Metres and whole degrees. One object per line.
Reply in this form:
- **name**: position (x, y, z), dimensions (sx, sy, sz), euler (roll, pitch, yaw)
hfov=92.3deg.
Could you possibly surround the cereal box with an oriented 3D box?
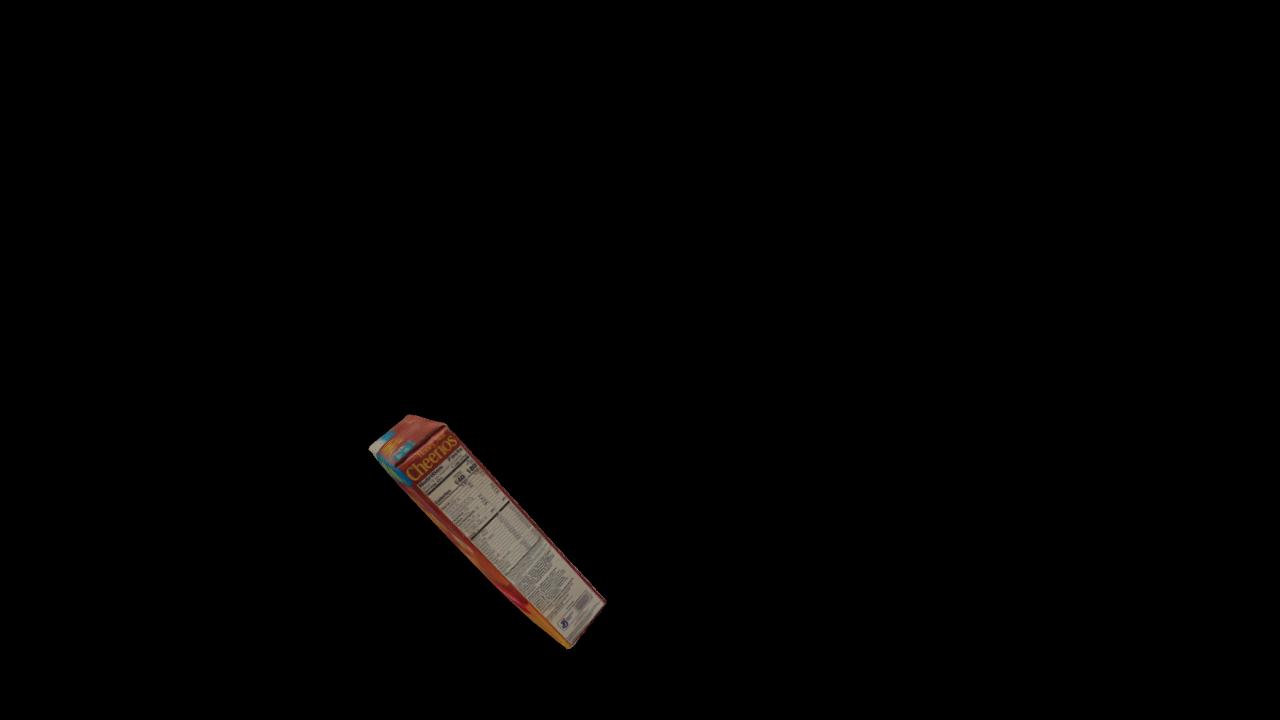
- **cereal box**: position (-0.196, 0.204, 0.765), dimensions (0.081, 0.306, 0.203), euler (-45, 21, -24)
